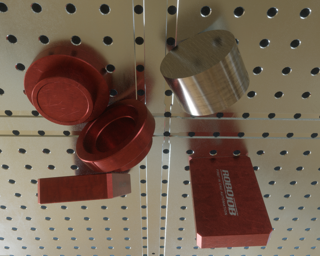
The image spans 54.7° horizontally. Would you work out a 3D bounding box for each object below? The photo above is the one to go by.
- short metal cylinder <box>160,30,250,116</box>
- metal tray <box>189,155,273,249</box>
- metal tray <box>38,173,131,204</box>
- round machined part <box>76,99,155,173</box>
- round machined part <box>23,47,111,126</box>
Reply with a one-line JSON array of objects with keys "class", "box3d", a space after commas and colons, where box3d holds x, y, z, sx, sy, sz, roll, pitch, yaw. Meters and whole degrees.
[{"class": "short metal cylinder", "box3d": [0.047, -0.059, 0.326, 0.080, 0.080, 0.050, -21, 127, 16]}, {"class": "metal tray", "box3d": [0.090, 0.096, 0.426, 0.091, 0.130, 0.030, -3, 130, 2]}, {"class": "metal tray", "box3d": [-0.096, 0.081, 0.425, 0.091, 0.030, 0.130, -5, 171, 4]}, {"class": "round machined part", "box3d": [-0.048, 0.014, 0.375, 0.098, 0.098, 0.042, -22, 129, 17]}, {"class": "round machined part", "box3d": [-0.109, -0.041, 0.364, 0.099, 0.042, 0.097, -1, 130, 0]}]
